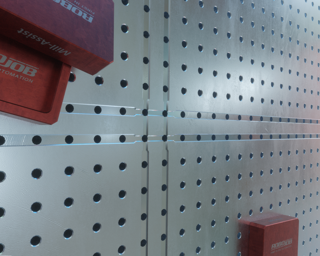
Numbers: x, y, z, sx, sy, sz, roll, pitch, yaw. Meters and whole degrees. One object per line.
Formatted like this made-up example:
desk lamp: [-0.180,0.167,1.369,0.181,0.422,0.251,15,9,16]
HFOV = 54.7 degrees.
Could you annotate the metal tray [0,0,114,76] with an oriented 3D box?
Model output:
metal tray: [-0.104,-0.116,0.293,0.131,0.030,0.090,21,55,-43]

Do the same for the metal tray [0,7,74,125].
metal tray: [-0.150,-0.061,0.280,0.131,0.030,0.090,19,78,-39]

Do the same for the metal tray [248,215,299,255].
metal tray: [0.221,0.222,0.595,0.131,0.030,0.089,6,87,-40]
